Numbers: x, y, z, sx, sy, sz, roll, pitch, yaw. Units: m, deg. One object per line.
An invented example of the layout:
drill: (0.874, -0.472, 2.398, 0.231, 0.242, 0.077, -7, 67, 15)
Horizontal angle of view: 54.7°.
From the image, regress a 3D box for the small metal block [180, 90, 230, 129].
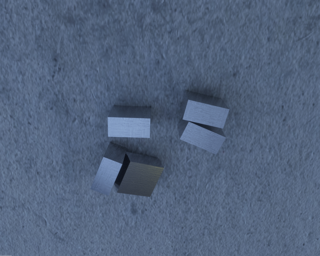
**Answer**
small metal block: (0.054, -0.025, 0.388, 0.050, 0.050, 0.025, 13, 110, -5)

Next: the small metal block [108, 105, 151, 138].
small metal block: (-0.037, -0.009, 0.393, 0.050, 0.050, 0.025, 2, 110, -1)

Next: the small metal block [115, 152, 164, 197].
small metal block: (-0.030, 0.064, 0.425, 0.050, 0.025, 0.050, 14, 111, -27)

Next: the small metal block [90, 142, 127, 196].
small metal block: (-0.068, 0.053, 0.415, 0.025, 0.050, 0.050, 22, 108, -7)

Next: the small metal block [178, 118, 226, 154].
small metal block: (0.052, 0.004, 0.399, 0.050, 0.050, 0.025, 23, 108, -9)
